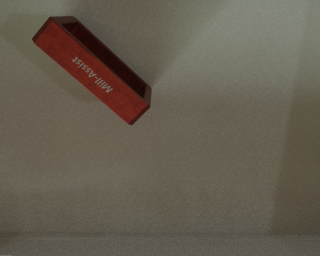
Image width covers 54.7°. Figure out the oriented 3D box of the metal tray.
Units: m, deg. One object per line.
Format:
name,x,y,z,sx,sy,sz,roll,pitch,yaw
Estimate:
metal tray,-0.067,-0.068,0.350,0.130,0.090,0.030,42,105,-14
